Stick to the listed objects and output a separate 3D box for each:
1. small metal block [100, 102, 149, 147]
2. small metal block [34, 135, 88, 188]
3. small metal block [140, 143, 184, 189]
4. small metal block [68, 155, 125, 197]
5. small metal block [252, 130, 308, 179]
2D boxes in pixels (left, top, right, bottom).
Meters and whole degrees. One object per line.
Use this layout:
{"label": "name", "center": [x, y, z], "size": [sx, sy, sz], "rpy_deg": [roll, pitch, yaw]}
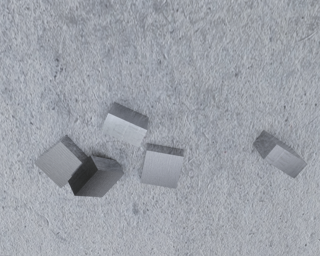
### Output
{"label": "small metal block", "center": [-0.043, -0.006, 0.394], "size": [0.050, 0.050, 0.025], "rpy_deg": [24, 108, -9]}
{"label": "small metal block", "center": [-0.133, 0.046, 0.425], "size": [0.050, 0.025, 0.050], "rpy_deg": [-37, 106, 12]}
{"label": "small metal block", "center": [0.002, 0.052, 0.429], "size": [0.050, 0.025, 0.050], "rpy_deg": [10, 110, -4]}
{"label": "small metal block", "center": [-0.086, 0.067, 0.419], "size": [0.050, 0.025, 0.050], "rpy_deg": [-47, 146, 15]}
{"label": "small metal block", "center": [0.157, 0.034, 0.410], "size": [0.050, 0.050, 0.025], "rpy_deg": [31, 107, -11]}
